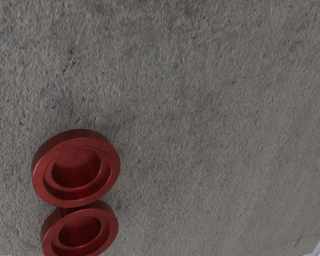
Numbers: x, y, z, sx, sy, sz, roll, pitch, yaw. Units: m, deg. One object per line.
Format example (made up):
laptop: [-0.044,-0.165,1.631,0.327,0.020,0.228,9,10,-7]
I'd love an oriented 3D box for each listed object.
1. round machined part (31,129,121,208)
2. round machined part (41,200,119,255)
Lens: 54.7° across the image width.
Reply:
round machined part: [-0.100,0.043,0.368,0.099,0.042,0.097,-14,124,-21]
round machined part: [-0.109,0.133,0.418,0.099,0.042,0.097,-14,124,-21]
